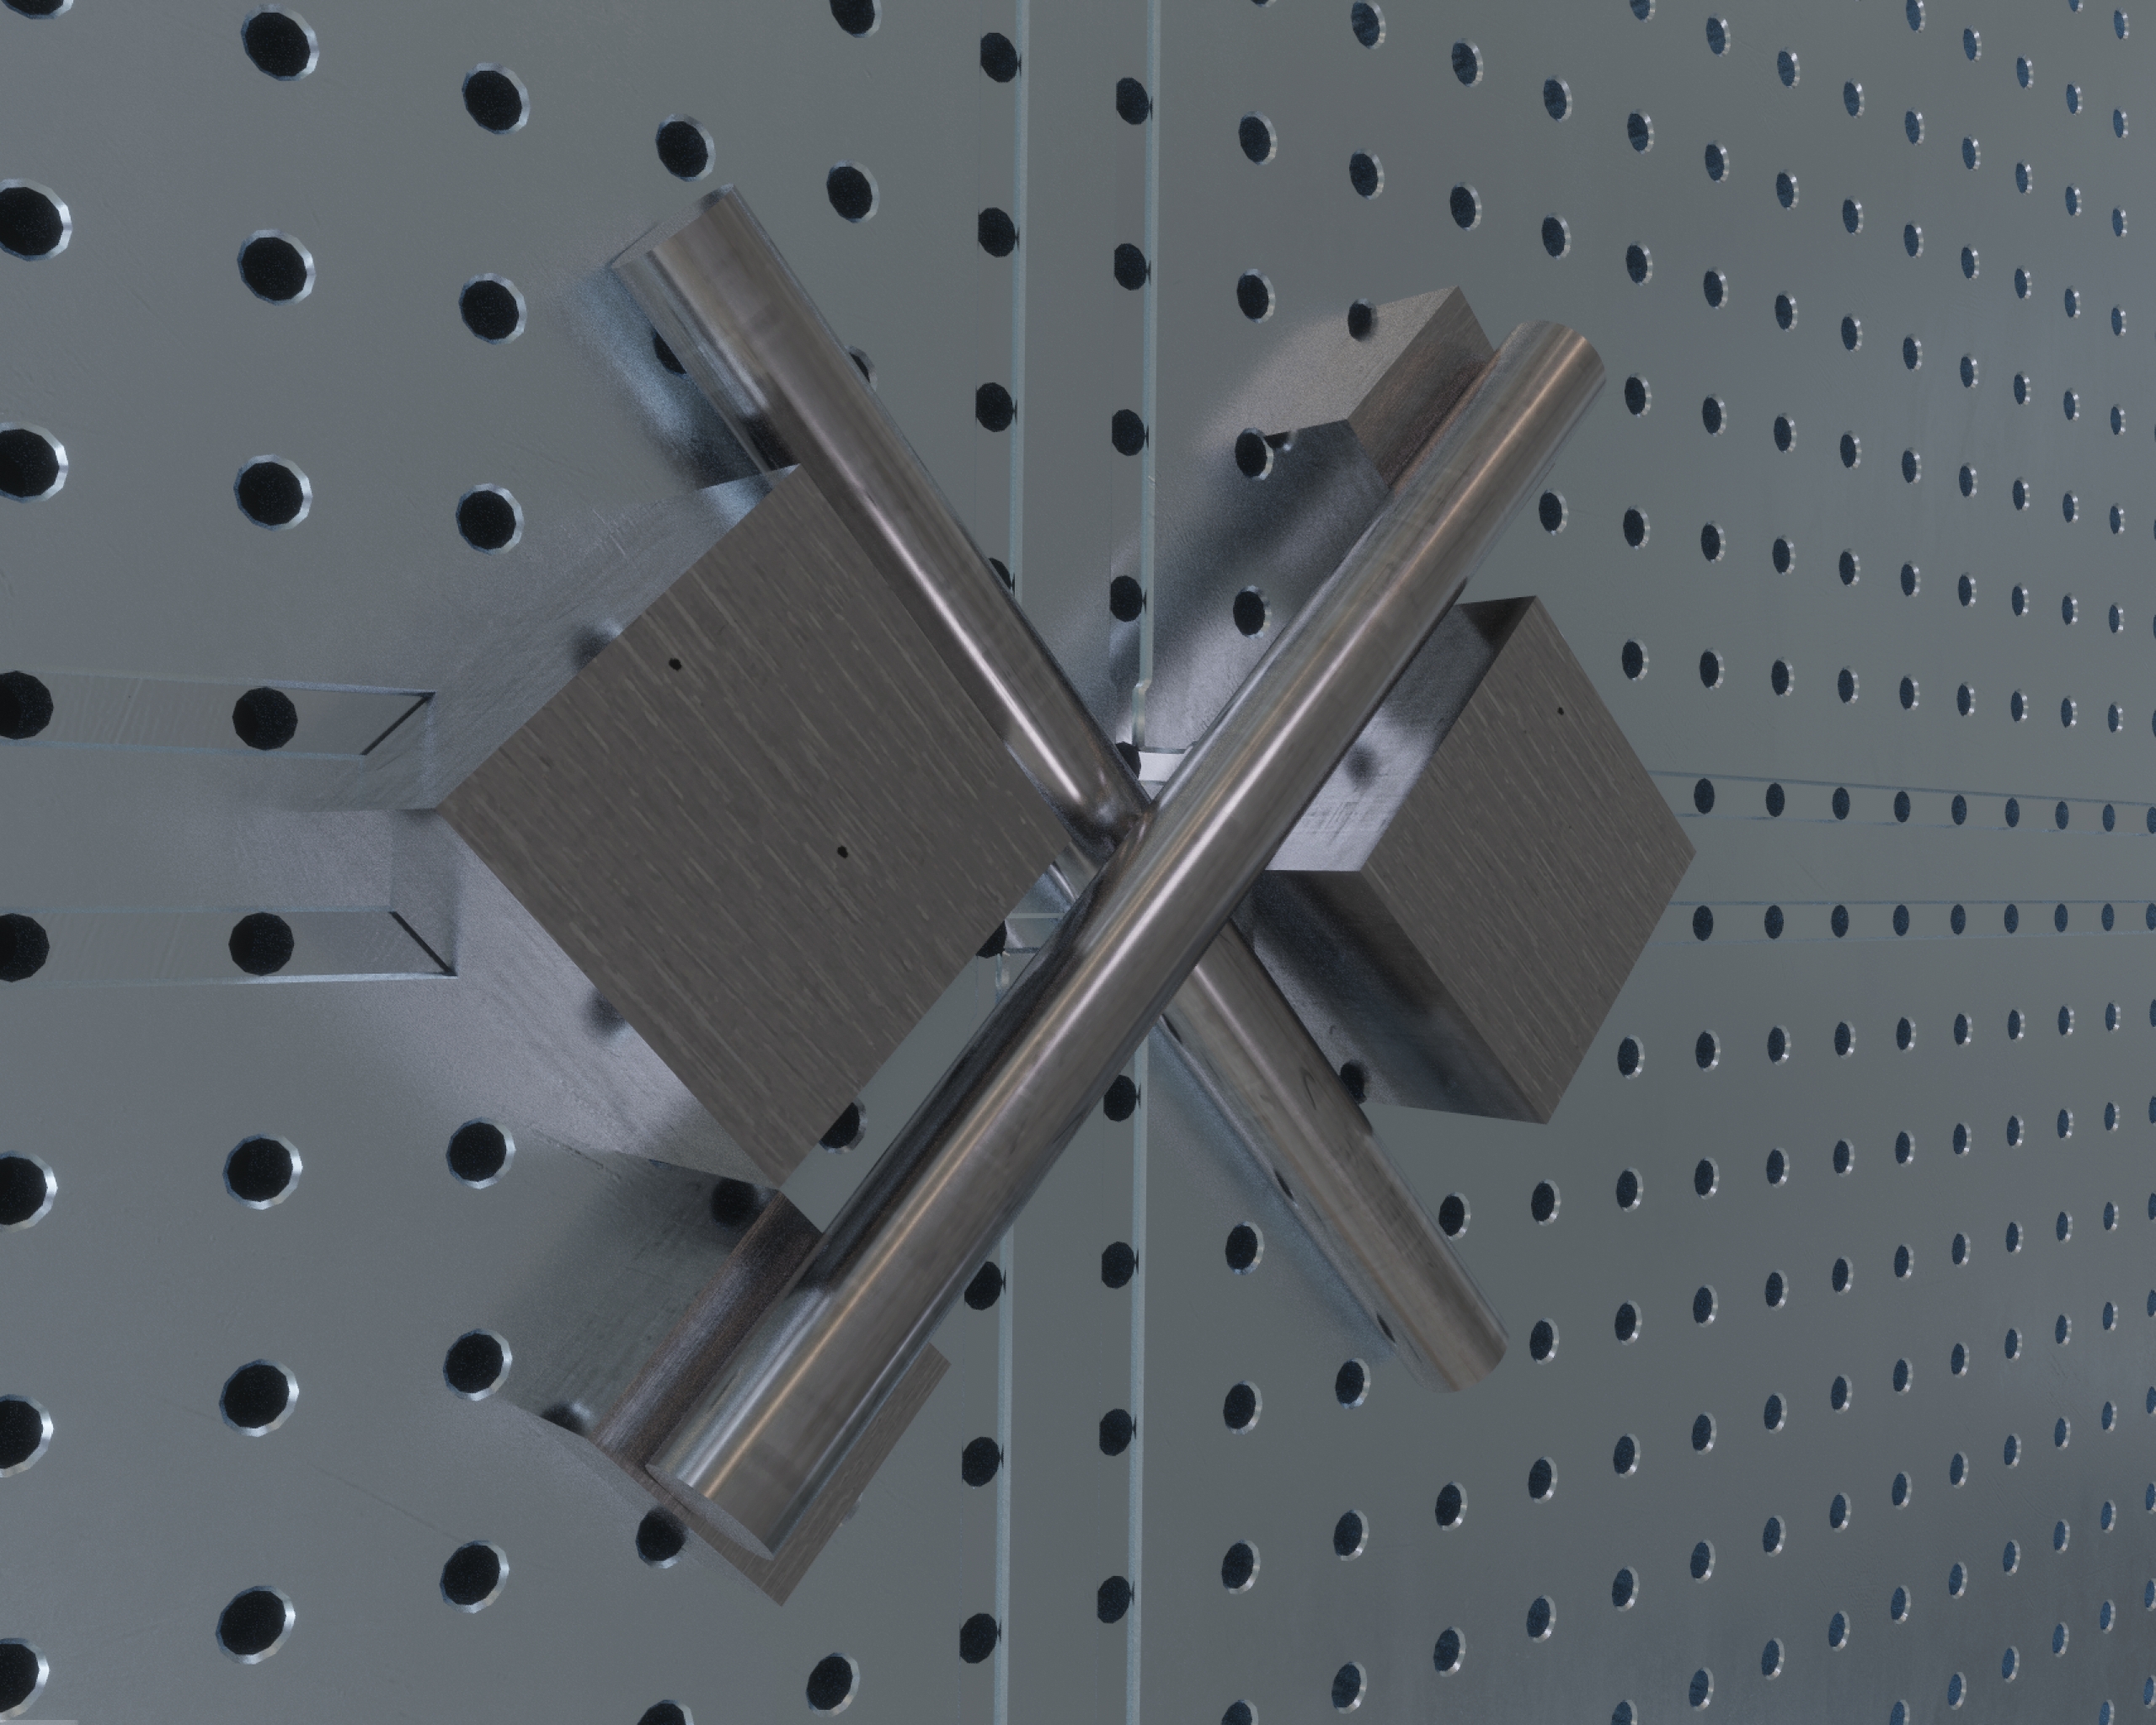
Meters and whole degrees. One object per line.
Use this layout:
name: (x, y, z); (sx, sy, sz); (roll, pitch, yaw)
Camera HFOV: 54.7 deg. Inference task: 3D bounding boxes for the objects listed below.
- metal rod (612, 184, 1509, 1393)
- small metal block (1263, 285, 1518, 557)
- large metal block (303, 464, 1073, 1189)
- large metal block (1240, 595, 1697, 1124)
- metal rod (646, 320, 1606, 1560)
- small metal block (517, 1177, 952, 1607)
metal rod: (0.010, 0.003, 0.416); (0.025, 0.025, 0.299); (-50, 120, -28)
small metal block: (0.076, -0.093, 0.473); (0.050, 0.025, 0.050); (-52, 120, -27)
large metal block: (-0.061, -0.006, 0.342); (0.080, 0.050, 0.080); (-51, 120, -28)
large metal block: (0.083, -0.001, 0.462); (0.080, 0.050, 0.080); (51, 60, -28)
metal rod: (0.024, -0.004, 0.396); (0.301, 0.025, 0.025); (-52, 121, -27)
small metal block: (-0.058, 0.090, 0.361); (0.050, 0.025, 0.050); (52, 60, -27)
